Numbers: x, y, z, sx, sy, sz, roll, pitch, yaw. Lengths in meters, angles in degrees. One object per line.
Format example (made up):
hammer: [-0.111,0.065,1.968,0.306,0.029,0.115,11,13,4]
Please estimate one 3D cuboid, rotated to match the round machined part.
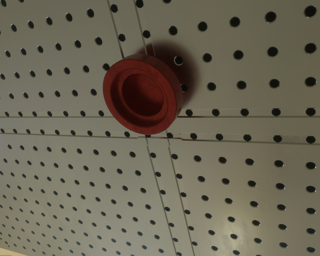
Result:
round machined part: [-0.017,-0.044,0.381,0.098,0.042,0.097,13,124,20]
